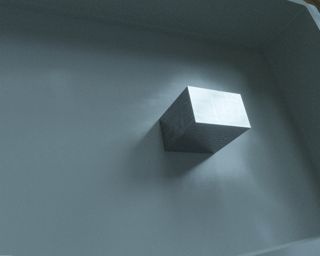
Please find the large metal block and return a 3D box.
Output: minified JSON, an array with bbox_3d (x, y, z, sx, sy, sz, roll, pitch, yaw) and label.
[{"bbox_3d":[0.056,-0.007,0.406,0.081,0.080,0.050,5,60,-26],"label":"large metal block"}]
